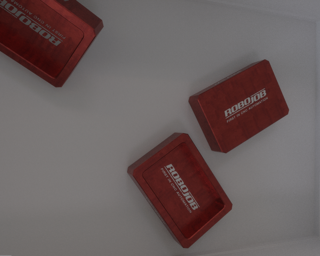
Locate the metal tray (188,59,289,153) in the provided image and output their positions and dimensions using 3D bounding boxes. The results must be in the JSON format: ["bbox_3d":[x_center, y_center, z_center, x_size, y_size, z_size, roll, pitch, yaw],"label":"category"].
[{"bbox_3d":[0.117,-0.032,0.451,0.131,0.030,0.090,-29,100,-18],"label":"metal tray"}]

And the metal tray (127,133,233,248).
[{"bbox_3d":[0.029,0.082,0.418,0.090,0.030,0.130,-36,102,-16],"label":"metal tray"}]

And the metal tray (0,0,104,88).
[{"bbox_3d":[-0.138,-0.114,0.327,0.130,0.090,0.030,35,34,-17],"label":"metal tray"}]
